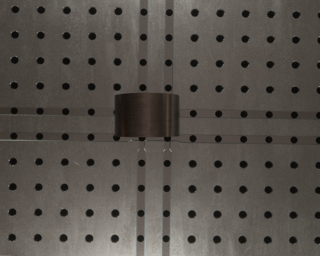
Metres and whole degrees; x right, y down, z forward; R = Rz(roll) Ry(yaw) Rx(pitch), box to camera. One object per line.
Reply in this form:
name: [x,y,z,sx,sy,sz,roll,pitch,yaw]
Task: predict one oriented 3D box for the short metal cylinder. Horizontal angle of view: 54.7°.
short metal cylinder: [-0.016,-0.015,0.386,0.081,0.080,0.050,0,90,-1]
